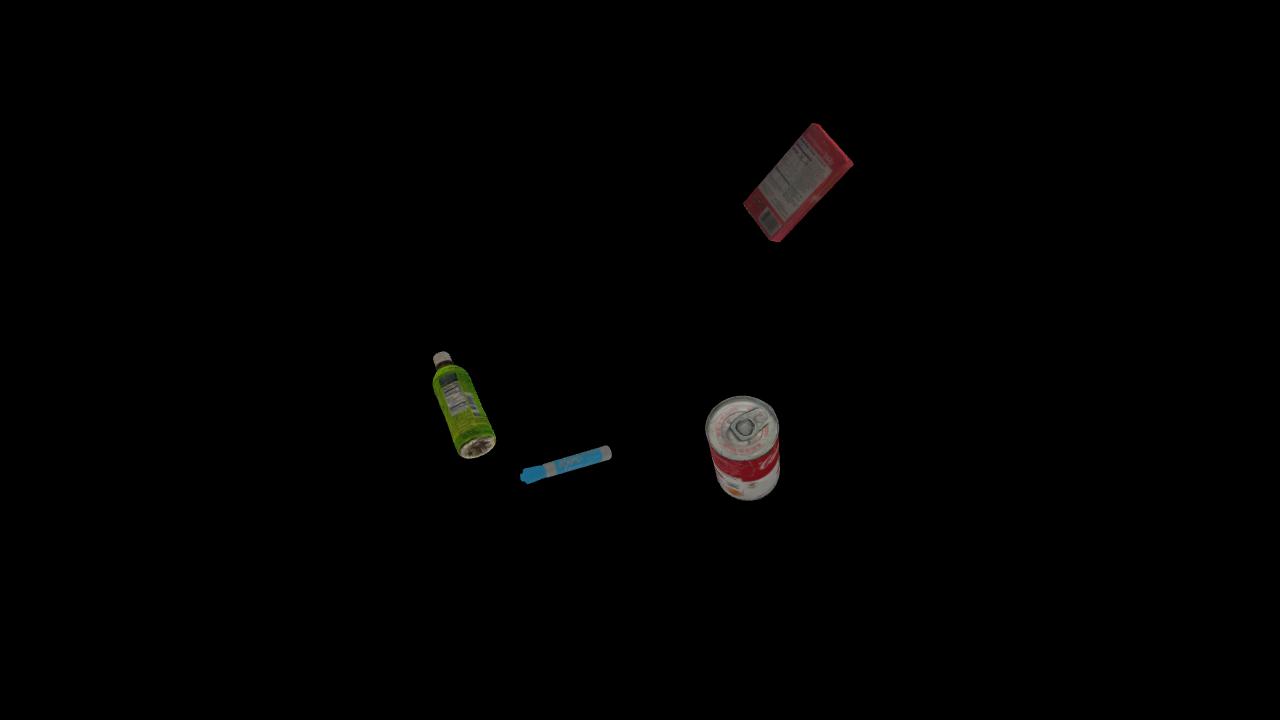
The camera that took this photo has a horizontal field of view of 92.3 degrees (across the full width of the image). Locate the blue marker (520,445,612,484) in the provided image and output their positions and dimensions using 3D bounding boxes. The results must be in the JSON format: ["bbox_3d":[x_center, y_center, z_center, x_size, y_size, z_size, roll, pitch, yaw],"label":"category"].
[{"bbox_3d":[-0.089,0.127,0.746,0.121,0.020,0.020,-11,7,-35],"label":"blue marker"}]

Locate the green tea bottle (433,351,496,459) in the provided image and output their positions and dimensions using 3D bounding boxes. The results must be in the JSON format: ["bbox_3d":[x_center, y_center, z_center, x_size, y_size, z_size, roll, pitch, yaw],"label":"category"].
[{"bbox_3d":[-0.322,0.072,1.097,0.073,0.212,0.073,-22,-29,-13],"label":"green tea bottle"}]

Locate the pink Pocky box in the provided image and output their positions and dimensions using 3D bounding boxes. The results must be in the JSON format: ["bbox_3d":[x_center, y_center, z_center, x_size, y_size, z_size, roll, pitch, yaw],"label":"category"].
[{"bbox_3d":[0.227,-0.256,0.897,0.029,0.084,0.155,-2,-37,-44],"label":"pink Pocky box"}]

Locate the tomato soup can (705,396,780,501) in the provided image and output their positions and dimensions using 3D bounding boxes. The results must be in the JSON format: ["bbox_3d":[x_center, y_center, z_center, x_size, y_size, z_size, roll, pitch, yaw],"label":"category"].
[{"bbox_3d":[0.102,0.089,0.600,0.068,0.068,0.101,0,-34,13],"label":"tomato soup can"}]
